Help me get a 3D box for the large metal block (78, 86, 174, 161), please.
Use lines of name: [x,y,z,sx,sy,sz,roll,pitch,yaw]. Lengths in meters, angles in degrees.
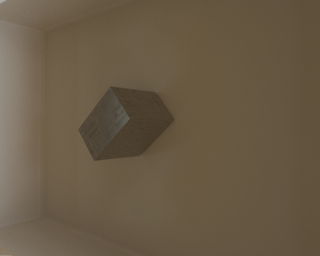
large metal block: [-0.044,-0.004,0.401,0.080,0.081,0.050,-47,62,29]
